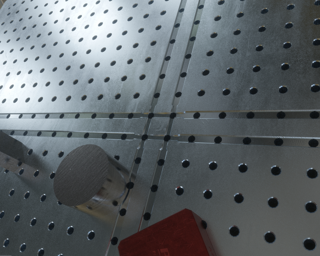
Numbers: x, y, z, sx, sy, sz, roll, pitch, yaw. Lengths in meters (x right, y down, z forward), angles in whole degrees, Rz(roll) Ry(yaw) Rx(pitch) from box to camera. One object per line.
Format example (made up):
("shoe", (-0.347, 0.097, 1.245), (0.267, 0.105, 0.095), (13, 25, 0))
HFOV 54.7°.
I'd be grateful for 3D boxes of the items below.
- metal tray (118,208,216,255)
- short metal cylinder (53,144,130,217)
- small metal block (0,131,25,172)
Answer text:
("metal tray", (0.017, 0.157, 0.300), (0.090, 0.030, 0.130), (-29, 52, 9))
("short metal cylinder", (-0.087, 0.067, 0.396), (0.080, 0.050, 0.080), (-13, 56, 21))
("small metal block", (-0.250, 0.037, 0.501), (0.025, 0.050, 0.050), (-35, 51, 5))
